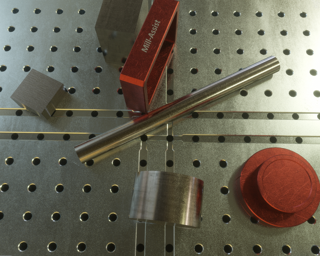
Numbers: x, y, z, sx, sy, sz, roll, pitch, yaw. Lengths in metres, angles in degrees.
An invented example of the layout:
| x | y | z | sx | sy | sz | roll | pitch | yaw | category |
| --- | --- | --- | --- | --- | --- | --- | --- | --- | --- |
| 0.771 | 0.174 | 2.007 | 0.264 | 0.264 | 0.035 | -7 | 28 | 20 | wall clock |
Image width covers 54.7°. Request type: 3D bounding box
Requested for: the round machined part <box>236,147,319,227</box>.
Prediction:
| x | y | z | sx | sy | sz | roll | pitch | yaw | category |
| --- | --- | --- | --- | --- | --- | --- | --- | --- | --- |
| 0.147 | 0.070 | 0.378 | 0.099 | 0.042 | 0.098 | 0 | 70 | 0 | round machined part |

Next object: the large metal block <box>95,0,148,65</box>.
| x | y | z | sx | sy | sz | roll | pitch | yaw | category |
| --- | --- | --- | --- | --- | --- | --- | --- | --- | --- |
| -0.049 | -0.144 | 0.435 | 0.050 | 0.080 | 0.080 | 10 | 70 | 4 | large metal block |

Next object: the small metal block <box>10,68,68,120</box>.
| x | y | z | sx | sy | sz | roll | pitch | yaw | category |
| --- | --- | --- | --- | --- | --- | --- | --- | --- | --- |
| -0.166 | -0.046 | 0.427 | 0.050 | 0.025 | 0.050 | 27 | 72 | 9 | small metal block |

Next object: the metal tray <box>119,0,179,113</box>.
| x | y | z | sx | sy | sz | roll | pitch | yaw | category |
| --- | --- | --- | --- | --- | --- | --- | --- | --- | --- |
| -0.011 | -0.095 | 0.411 | 0.030 | 0.090 | 0.130 | 19 | 71 | 7 | metal tray |

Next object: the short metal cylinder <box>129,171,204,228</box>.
| x | y | z | sx | sy | sz | roll | pitch | yaw | category |
| --- | --- | --- | --- | --- | --- | --- | --- | --- | --- |
| 0.008 | 0.083 | 0.352 | 0.080 | 0.080 | 0.050 | 7 | 70 | 2 | short metal cylinder |

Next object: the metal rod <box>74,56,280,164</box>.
| x | y | z | sx | sy | sz | roll | pitch | yaw | category |
| --- | --- | --- | --- | --- | --- | --- | --- | --- | --- |
| 0.030 | -0.029 | 0.422 | 0.302 | 0.025 | 0.025 | -25 | 72 | -9 | metal rod |
